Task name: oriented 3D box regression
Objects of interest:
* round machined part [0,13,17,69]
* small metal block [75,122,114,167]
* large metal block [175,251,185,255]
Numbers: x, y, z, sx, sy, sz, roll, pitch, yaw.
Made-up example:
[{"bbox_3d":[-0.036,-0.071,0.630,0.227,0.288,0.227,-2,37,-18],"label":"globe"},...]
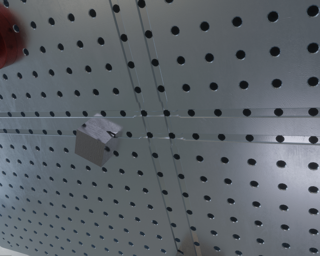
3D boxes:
[{"bbox_3d":[-0.267,-0.132,0.460,0.098,0.042,0.097,13,124,21],"label":"round machined part"},{"bbox_3d":[-0.103,0.026,0.481,0.050,0.025,0.050,26,128,12],"label":"small metal block"},{"bbox_3d":[0.045,0.277,0.543,0.080,0.050,0.079,28,128,10],"label":"large metal block"}]
